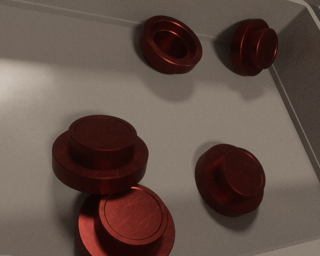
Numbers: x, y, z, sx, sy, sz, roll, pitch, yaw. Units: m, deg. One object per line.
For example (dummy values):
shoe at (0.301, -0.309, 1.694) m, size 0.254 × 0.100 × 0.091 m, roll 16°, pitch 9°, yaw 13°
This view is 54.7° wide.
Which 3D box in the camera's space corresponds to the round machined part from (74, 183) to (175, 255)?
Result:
round machined part at (-0.031, 0.094, 0.305) m, size 0.099 × 0.042 × 0.098 m, roll 14°, pitch 40°, yaw -12°

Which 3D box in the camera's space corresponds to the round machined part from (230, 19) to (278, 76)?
round machined part at (0.169, -0.138, 0.537) m, size 0.099 × 0.042 × 0.097 m, roll -17°, pitch 115°, yaw -40°

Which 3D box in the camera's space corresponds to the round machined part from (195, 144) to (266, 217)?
round machined part at (0.100, 0.064, 0.411) m, size 0.099 × 0.042 × 0.098 m, roll 14°, pitch 56°, yaw -21°

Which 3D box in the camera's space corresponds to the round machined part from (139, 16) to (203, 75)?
round machined part at (0.013, -0.122, 0.478) m, size 0.099 × 0.042 × 0.098 m, roll 14°, pitch 56°, yaw -21°

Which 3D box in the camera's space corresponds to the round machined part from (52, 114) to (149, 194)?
round machined part at (-0.060, 0.020, 0.323) m, size 0.099 × 0.042 × 0.098 m, roll 8°, pitch 30°, yaw -5°
